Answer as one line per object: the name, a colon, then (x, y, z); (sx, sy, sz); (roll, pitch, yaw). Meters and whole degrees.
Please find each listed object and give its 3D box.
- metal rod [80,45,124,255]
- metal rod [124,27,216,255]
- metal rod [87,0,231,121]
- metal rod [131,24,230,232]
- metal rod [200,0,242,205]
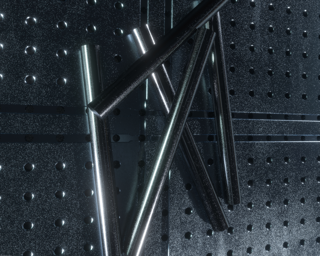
metal rod: (-0.070, 0.049, 0.387); (0.025, 0.025, 0.298); (-7, 92, -20)
metal rod: (0.011, 0.019, 0.396); (0.025, 0.025, 0.298); (18, 92, -20)
metal rod: (0.027, -0.121, 0.395); (0.301, 0.025, 0.025); (-45, 105, -15)
metal rod: (0.031, 0.006, 0.425); (0.025, 0.025, 0.299); (-26, 99, -18)
metal rod: (0.088, -0.039, 0.446); (0.025, 0.025, 0.298); (-8, 93, -20)
